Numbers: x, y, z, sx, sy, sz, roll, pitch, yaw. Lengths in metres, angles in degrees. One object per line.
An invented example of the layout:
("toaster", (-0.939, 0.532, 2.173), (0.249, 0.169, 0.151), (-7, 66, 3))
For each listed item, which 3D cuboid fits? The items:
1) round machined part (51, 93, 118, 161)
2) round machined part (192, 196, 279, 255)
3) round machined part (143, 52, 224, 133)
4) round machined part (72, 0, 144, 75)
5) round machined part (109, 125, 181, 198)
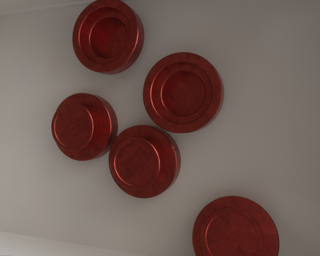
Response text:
("round machined part", (-0.114, -0.001, 0.442), (0.098, 0.042, 0.097), (0, 90, 20))
("round machined part", (0.085, 0.127, 0.356), (0.098, 0.042, 0.098), (-7, 68, 18))
("round machined part", (0.032, -0.042, 0.390), (0.098, 0.042, 0.097), (0, 90, 20))
("round machined part", (-0.066, -0.122, 0.425), (0.098, 0.042, 0.097), (0, 90, 20))
("round machined part", (-0.025, 0.045, 0.410), (0.098, 0.042, 0.097), (0, 90, 20))
